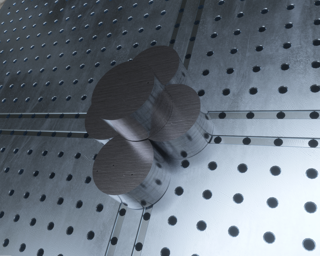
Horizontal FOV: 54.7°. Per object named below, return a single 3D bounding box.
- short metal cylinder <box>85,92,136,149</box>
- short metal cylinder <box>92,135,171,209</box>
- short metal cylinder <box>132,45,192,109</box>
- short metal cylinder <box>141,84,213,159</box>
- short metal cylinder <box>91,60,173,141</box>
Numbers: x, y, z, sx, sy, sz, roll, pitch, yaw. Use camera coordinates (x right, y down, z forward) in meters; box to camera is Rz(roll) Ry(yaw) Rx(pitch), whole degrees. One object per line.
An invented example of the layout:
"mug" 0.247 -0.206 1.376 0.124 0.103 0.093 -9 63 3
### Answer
"short metal cylinder" -0.055 -0.008 0.426 0.080 0.050 0.080 -13 56 21
"short metal cylinder" -0.034 0.052 0.377 0.080 0.050 0.080 -13 54 20
"short metal cylinder" -0.002 -0.068 0.434 0.080 0.050 0.080 -12 57 20
"short metal cylinder" 0.020 -0.008 0.386 0.080 0.050 0.080 -13 56 21
"short metal cylinder" -0.032 -0.032 0.363 0.080 0.050 0.080 -13 56 21
